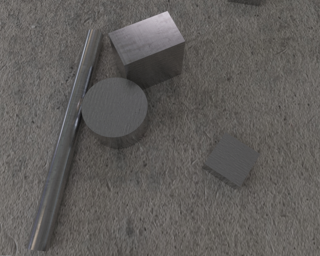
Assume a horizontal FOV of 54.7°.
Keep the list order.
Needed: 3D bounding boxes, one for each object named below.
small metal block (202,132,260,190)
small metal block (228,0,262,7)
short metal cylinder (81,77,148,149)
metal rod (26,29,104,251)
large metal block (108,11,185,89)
[{"bbox_3d":[0.090,0.042,0.393,0.050,0.025,0.050,33,73,11],"label":"small metal block"},{"bbox_3d":[0.138,-0.225,0.492,0.050,0.025,0.050,11,70,4],"label":"small metal block"},{"bbox_3d":[-0.055,-0.018,0.401,0.081,0.050,0.080,0,70,0],"label":"short metal cylinder"},{"bbox_3d":[-0.118,0.001,0.406,0.025,0.025,0.299,8,70,3],"label":"metal rod"},{"bbox_3d":[-0.016,-0.097,0.414,0.080,0.080,0.050,-24,72,-8],"label":"large metal block"}]
